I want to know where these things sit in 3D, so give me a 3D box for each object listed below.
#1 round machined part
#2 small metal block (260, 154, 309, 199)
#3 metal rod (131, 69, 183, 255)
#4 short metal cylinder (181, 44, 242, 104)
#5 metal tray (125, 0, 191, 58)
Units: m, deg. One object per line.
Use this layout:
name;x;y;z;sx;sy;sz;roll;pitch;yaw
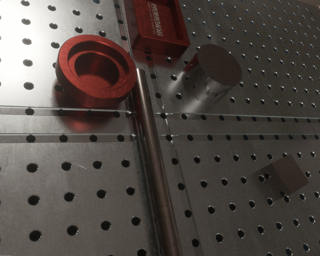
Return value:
round machined part;-0.082;-0.068;0.395;0.099;0.042;0.098;14;56;-21
small metal block;0.189;0.073;0.468;0.050;0.025;0.050;-16;70;-35
metal rod;-0.005;0.055;0.372;0.025;0.025;0.299;3;61;-27
short metal cylinder;0.081;-0.085;0.490;0.081;0.050;0.080;14;56;-21
metal tray;-0.007;-0.183;0.514;0.091;0.030;0.130;4;60;-27
